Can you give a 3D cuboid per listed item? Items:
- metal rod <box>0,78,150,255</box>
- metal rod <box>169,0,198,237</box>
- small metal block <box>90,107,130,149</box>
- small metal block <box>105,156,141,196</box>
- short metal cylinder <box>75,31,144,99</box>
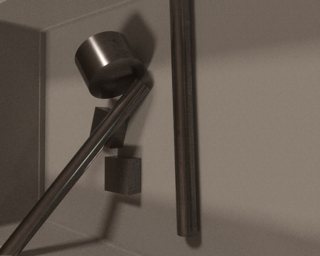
[{"bbox_3d":[-0.117,0.057,0.424,0.025,0.025,0.300,38,89,33],"label":"metal rod"},{"bbox_3d":[0.029,-0.020,0.381,0.025,0.025,0.298,-3,88,39],"label":"metal rod"},{"bbox_3d":[-0.077,-0.001,0.468,0.050,0.025,0.050,22,104,37],"label":"small metal block"},{"bbox_3d":[-0.054,0.067,0.449,0.050,0.025,0.050,1,90,39],"label":"small metal block"},{"bbox_3d":[-0.069,-0.085,0.426,0.080,0.081,0.050,-44,64,31],"label":"short metal cylinder"}]
